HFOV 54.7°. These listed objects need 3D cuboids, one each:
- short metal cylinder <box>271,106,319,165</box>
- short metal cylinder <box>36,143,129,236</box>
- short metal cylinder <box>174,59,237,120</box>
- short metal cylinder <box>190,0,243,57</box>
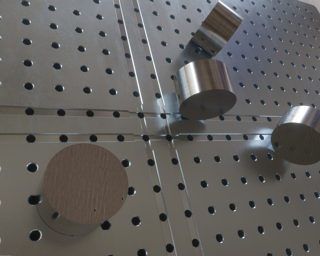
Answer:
[{"bbox_3d":[0.224,0.012,0.489,0.080,0.080,0.050,44,51,2],"label":"short metal cylinder"},{"bbox_3d":[-0.079,0.062,0.312,0.081,0.050,0.080,15,55,-22],"label":"short metal cylinder"},{"bbox_3d":[0.063,-0.053,0.441,0.081,0.080,0.050,6,59,-26],"label":"short metal cylinder"},{"bbox_3d":[0.096,-0.169,0.531,0.050,0.080,0.080,36,51,-5],"label":"short metal cylinder"}]
